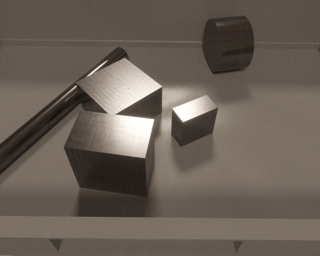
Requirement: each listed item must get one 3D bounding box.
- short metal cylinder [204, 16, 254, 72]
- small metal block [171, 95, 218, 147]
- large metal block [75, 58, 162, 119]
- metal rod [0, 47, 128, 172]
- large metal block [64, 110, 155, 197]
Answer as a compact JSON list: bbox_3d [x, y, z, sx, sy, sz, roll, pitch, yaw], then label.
[{"bbox_3d":[0.104,-0.130,0.480,0.050,0.080,0.080,-9,51,-8],"label":"short metal cylinder"},{"bbox_3d":[0.043,-0.009,0.397,0.050,0.050,0.025,-23,54,-18],"label":"small metal block"},{"bbox_3d":[-0.054,-0.041,0.423,0.080,0.050,0.080,-34,58,-25],"label":"large metal block"},{"bbox_3d":[-0.143,-0.024,0.423,0.025,0.025,0.301,26,54,20],"label":"metal rod"},{"bbox_3d":[-0.050,0.030,0.343,0.080,0.080,0.050,7,51,5],"label":"large metal block"}]
